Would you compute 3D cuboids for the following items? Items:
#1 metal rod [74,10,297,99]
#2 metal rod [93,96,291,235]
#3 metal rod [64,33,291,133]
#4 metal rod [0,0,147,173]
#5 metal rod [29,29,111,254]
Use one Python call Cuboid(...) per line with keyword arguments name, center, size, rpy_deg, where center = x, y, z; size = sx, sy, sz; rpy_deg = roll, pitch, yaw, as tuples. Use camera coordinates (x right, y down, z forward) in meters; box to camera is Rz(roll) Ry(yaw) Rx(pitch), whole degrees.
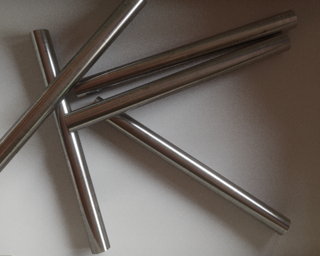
Cuboid(name="metal rod", center=(0.033, -0.097, 0.411), size=(0.302, 0.025, 0.025), rpy_deg=(-18, 90, 0))
Cuboid(name="metal rod", center=(0.039, 0.050, 0.411), size=(0.301, 0.025, 0.025), rpy_deg=(33, 90, 0))
Cuboid(name="metal rod", center=(0.027, -0.060, 0.396), size=(0.302, 0.025, 0.025), rpy_deg=(-21, 90, -6))
Cuboid(name="metal rod", center=(-0.119, -0.057, 0.387), size=(0.025, 0.025, 0.300), rpy_deg=(38, 81, 0))
Cuboid(name="metal rod", center=(-0.119, 0.018, 0.410), size=(0.025, 0.025, 0.298), rpy_deg=(-16, 90, 0))
